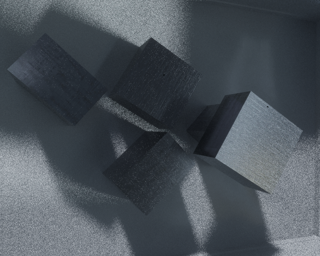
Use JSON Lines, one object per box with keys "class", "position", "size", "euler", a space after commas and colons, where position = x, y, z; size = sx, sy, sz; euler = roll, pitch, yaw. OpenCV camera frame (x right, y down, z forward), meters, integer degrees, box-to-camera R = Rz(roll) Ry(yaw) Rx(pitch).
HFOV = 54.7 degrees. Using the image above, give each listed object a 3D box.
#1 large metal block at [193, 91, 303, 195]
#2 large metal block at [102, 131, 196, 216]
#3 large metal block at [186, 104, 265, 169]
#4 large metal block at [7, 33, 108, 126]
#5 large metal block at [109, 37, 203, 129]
{"class": "large metal block", "position": [0.098, 0.016, 0.348], "size": [0.080, 0.050, 0.080], "euler": [33, 80, -17]}
{"class": "large metal block", "position": [-0.017, 0.049, 0.375], "size": [0.080, 0.080, 0.050], "euler": [-44, 104, -14]}
{"class": "large metal block", "position": [0.094, 0.013, 0.416], "size": [0.080, 0.080, 0.050], "euler": [45, 76, -15]}
{"class": "large metal block", "position": [-0.111, -0.047, 0.340], "size": [0.080, 0.080, 0.050], "euler": [43, 77, -15]}
{"class": "large metal block", "position": [-0.006, -0.053, 0.395], "size": [0.080, 0.050, 0.080], "euler": [33, 79, -17]}
